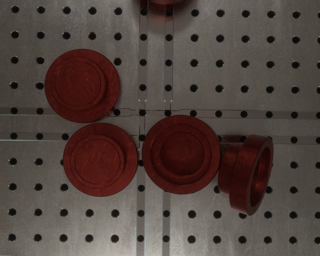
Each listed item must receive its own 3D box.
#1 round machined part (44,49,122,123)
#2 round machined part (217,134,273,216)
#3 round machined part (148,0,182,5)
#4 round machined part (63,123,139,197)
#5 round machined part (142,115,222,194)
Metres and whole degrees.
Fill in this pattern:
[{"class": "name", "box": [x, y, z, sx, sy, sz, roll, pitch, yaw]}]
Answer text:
[{"class": "round machined part", "box": [-0.102, -0.055, 0.404, 0.099, 0.042, 0.097, 0, 90, -1]}, {"class": "round machined part", "box": [0.105, 0.055, 0.387, 0.042, 0.098, 0.097, 13, 90, 32]}, {"class": "round machined part", "box": [0.007, -0.210, 0.405, 0.099, 0.042, 0.097, 0, 90, -1]}, {"class": "round machined part", "box": [-0.078, 0.042, 0.404, 0.099, 0.042, 0.097, 0, 90, -1]}, {"class": "round machined part", "box": [0.030, 0.032, 0.397, 0.098, 0.042, 0.097, 0, 90, 15]}]
